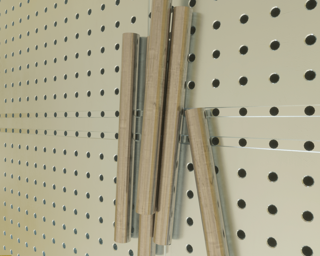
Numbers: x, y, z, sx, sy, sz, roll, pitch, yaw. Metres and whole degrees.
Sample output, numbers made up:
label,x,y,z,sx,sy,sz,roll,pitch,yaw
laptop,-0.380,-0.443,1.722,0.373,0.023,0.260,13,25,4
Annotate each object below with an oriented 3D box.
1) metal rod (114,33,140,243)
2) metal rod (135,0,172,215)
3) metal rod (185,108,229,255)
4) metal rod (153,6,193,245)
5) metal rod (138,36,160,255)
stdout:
label,x,y,z,sx,sy,sz,roll,pitch,yaw
metal rod,-0.048,0.015,0.450,0.025,0.025,0.298,5,93,40
metal rod,-0.007,-0.042,0.391,0.025,0.025,0.298,6,93,40
metal rod,0.063,0.125,0.357,0.025,0.025,0.299,-14,81,39
metal rod,0.016,0.000,0.397,0.025,0.025,0.298,8,95,40
metal rod,-0.012,0.028,0.420,0.025,0.025,0.298,4,93,40
